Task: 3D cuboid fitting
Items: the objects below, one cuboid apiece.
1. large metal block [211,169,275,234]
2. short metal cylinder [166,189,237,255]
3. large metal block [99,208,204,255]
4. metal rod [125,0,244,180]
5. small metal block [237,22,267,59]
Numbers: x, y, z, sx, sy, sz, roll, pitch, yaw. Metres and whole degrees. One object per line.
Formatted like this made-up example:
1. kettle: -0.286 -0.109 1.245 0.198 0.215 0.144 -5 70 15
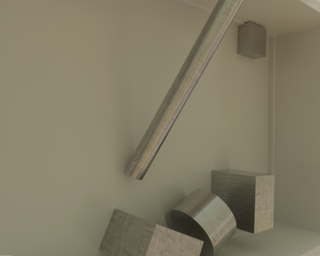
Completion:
1. large metal block: 0.126 0.109 0.480 0.050 0.080 0.080 4 88 -40
2. short metal cylinder: 0.055 0.130 0.420 0.050 0.080 0.080 -32 110 -36
3. large metal block: -0.010 0.138 0.364 0.080 0.080 0.050 33 70 -36
4. metal rod: 0.039 -0.071 0.359 0.025 0.025 0.299 21 103 -39
5. small metal block: 0.163 -0.153 0.546 0.050 0.025 0.050 3 88 -40
